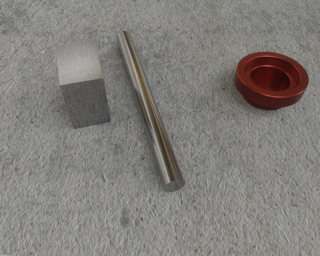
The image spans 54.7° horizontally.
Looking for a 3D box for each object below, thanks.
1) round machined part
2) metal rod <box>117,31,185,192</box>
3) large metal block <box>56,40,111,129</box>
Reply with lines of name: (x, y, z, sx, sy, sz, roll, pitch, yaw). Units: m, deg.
round machined part: (0.157, -0.064, 0.448, 0.099, 0.042, 0.098, 0, 50, 0)
metal rod: (-0.023, -0.046, 0.441, 0.025, 0.025, 0.300, -12, 51, -10)
large metal block: (-0.102, -0.058, 0.415, 0.050, 0.080, 0.080, -12, 51, -10)
